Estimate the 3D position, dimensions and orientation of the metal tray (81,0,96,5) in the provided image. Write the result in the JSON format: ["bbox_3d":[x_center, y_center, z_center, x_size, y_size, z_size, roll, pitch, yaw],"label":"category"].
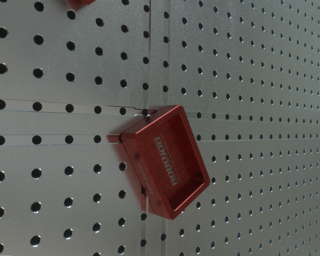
[{"bbox_3d":[-0.076,-0.201,0.300,0.130,0.090,0.030,55,36,-26],"label":"metal tray"}]

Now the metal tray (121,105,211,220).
[{"bbox_3d":[0.013,0.045,0.418,0.091,0.030,0.129,-35,112,-35],"label":"metal tray"}]
